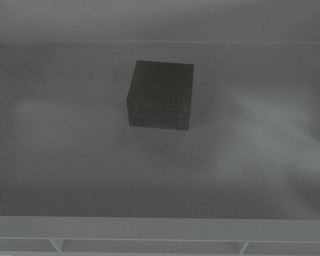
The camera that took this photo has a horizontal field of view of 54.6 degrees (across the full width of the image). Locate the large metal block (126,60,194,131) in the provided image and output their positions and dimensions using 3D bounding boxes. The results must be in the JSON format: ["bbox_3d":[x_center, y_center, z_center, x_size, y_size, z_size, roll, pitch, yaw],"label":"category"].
[{"bbox_3d":[0.003,-0.046,0.428,0.080,0.050,0.080,5,50,4],"label":"large metal block"}]
